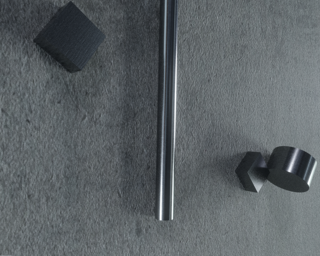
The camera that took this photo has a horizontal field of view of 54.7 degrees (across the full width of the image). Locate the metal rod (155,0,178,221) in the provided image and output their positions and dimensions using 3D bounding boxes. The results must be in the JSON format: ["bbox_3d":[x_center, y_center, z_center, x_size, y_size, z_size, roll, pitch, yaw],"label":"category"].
[{"bbox_3d":[0.009,-0.030,0.414,0.025,0.025,0.298,2,89,-40],"label":"metal rod"}]

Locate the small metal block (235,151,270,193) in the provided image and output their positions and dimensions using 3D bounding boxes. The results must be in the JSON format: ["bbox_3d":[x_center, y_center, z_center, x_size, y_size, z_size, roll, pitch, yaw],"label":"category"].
[{"bbox_3d":[0.164,0.077,0.546,0.050,0.025,0.050,-47,118,-30],"label":"small metal block"}]

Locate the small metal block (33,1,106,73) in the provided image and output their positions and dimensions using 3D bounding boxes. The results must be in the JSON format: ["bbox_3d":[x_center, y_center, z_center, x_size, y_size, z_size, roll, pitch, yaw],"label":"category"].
[{"bbox_3d":[-0.094,-0.095,0.327,0.050,0.025,0.050,43,64,-32],"label":"small metal block"}]

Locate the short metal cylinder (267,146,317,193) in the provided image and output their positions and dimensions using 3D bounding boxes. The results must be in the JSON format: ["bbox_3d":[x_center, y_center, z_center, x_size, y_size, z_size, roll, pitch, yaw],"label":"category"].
[{"bbox_3d":[0.242,0.077,0.576,0.080,0.080,0.050,46,63,-31],"label":"short metal cylinder"}]
